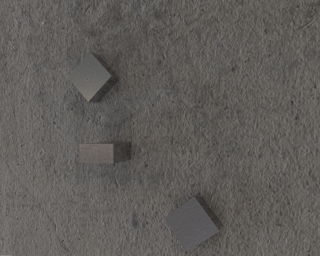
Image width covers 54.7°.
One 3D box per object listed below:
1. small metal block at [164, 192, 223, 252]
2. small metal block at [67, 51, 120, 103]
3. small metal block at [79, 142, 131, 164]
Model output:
[{"bbox_3d":[0.042,0.119,0.394,0.050,0.025,0.050,-39,78,15],"label":"small metal block"},{"bbox_3d":[-0.095,-0.072,0.442,0.050,0.025,0.050,-45,76,14],"label":"small metal block"},{"bbox_3d":[-0.074,0.033,0.422,0.050,0.050,0.025,-1,90,20],"label":"small metal block"}]
